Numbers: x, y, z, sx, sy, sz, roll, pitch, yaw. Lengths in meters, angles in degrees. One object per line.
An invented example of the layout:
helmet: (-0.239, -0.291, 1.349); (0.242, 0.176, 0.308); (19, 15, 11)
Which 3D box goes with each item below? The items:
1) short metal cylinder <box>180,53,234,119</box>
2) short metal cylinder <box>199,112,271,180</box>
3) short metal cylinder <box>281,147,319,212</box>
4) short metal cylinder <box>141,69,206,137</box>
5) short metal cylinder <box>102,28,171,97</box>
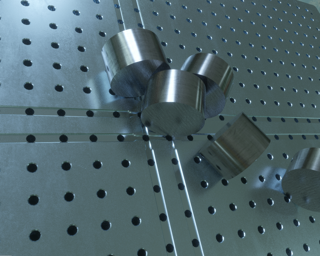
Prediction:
short metal cylinder: (0.060, -0.060, 0.444); (0.080, 0.080, 0.050); (34, 51, -7)
short metal cylinder: (0.099, 0.024, 0.414); (0.050, 0.080, 0.080); (46, 51, 3)
short metal cylinder: (0.227, 0.075, 0.452); (0.080, 0.080, 0.050); (44, 51, 2)
short metal cylinder: (0.018, -0.030, 0.402); (0.081, 0.080, 0.050); (18, 57, -18)
short metal cylinder: (-0.032, -0.083, 0.408); (0.081, 0.080, 0.050); (-5, 63, -31)
